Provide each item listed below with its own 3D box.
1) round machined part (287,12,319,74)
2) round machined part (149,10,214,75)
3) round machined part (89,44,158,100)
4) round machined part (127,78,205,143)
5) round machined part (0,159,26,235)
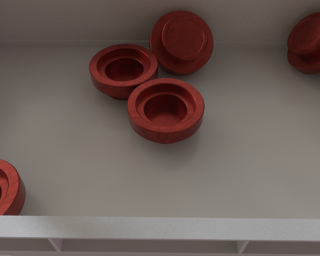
[{"bbox_3d":[0.235,-0.134,0.469,0.042,0.098,0.098,28,45,-25],"label":"round machined part"},{"bbox_3d":[0.034,-0.132,0.472,0.099,0.042,0.097,0,88,-8],"label":"round machined part"},{"bbox_3d":[-0.052,-0.079,0.460,0.099,0.042,0.098,0,50,0],"label":"round machined part"},{"bbox_3d":[0.007,-0.018,0.409,0.099,0.042,0.098,0,50,0],"label":"round machined part"},{"bbox_3d":[-0.190,0.081,0.320,0.099,0.042,0.098,0,44,0],"label":"round machined part"}]
